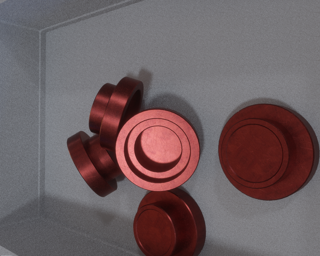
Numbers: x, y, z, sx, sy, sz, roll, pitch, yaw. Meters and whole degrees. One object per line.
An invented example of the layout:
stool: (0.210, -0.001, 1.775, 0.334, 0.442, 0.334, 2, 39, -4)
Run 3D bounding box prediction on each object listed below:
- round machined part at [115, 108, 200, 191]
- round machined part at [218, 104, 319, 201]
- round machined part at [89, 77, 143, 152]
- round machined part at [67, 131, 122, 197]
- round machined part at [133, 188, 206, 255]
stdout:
round machined part: (-0.001, 0.023, 0.375, 0.099, 0.042, 0.097, 1, 98, 6)
round machined part: (0.102, 0.024, 0.311, 0.098, 0.042, 0.097, 0, 90, 39)
round machined part: (-0.058, -0.020, 0.401, 0.042, 0.098, 0.097, 19, 104, 6)
round machined part: (-0.086, 0.045, 0.440, 0.042, 0.098, 0.098, -31, 67, -2)
round machined part: (0.005, 0.126, 0.390, 0.098, 0.042, 0.097, 0, 90, 39)
